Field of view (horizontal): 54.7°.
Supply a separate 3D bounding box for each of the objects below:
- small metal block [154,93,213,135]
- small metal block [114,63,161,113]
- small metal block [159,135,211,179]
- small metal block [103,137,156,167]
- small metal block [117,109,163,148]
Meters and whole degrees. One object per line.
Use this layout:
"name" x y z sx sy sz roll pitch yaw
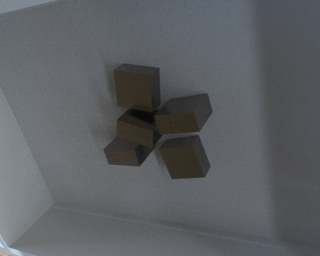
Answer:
"small metal block" 0.029 -0.017 0.367 0.050 0.050 0.025 -5 116 30
"small metal block" -0.028 -0.051 0.392 0.050 0.025 0.050 12 123 22
"small metal block" 0.034 0.040 0.416 0.050 0.025 0.050 -9 114 32
"small metal block" -0.041 0.028 0.432 0.050 0.050 0.025 0 118 28
"small metal block" -0.021 -0.004 0.401 0.050 0.050 0.025 18 126 17
